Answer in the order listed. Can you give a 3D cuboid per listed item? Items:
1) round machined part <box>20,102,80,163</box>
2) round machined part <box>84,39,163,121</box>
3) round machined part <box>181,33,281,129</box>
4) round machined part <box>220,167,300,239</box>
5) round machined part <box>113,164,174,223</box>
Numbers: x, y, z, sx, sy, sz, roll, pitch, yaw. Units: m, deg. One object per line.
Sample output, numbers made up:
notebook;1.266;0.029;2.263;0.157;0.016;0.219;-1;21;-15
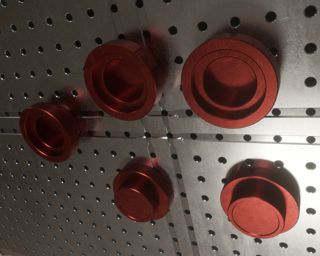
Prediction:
round machined part;-0.167;0.003;0.488;0.098;0.042;0.097;13;124;20
round machined part;-0.041;-0.061;0.382;0.098;0.042;0.097;13;124;20
round machined part;0.076;-0.052;0.328;0.098;0.042;0.097;13;124;20
round machined part;0.125;0.102;0.397;0.098;0.042;0.097;13;124;20
round machined part;-0.032;0.107;0.482;0.098;0.042;0.097;13;124;20
